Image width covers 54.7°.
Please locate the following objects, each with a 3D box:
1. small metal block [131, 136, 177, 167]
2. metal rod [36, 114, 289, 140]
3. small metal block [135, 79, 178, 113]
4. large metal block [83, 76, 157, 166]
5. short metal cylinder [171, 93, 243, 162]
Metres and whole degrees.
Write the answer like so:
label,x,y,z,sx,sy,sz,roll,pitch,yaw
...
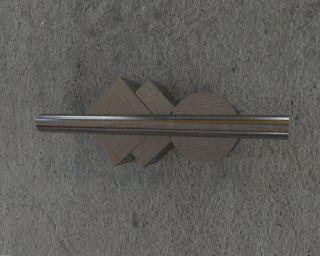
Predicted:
label,x,y,z,sx,sy,sz,roll,pitch,yaw
small metal block,-0.002,0.022,0.399,0.050,0.050,0.025,-44,77,15
metal rod,-0.014,-0.004,0.360,0.301,0.025,0.025,1,91,19
small metal block,0.002,-0.033,0.397,0.025,0.050,0.050,-44,77,15
large metal block,-0.045,-0.009,0.411,0.080,0.050,0.080,-44,77,14
short metal cylinder,0.057,-0.001,0.376,0.080,0.050,0.080,0,90,20
